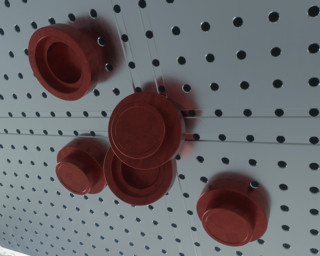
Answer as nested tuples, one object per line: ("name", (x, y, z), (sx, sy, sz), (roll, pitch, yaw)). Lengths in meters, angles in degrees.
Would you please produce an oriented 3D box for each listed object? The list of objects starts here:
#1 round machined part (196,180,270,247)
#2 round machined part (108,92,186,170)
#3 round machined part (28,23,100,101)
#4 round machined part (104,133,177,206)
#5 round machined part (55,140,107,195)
("round machined part", (0.096, 0.123, 0.425), (0.098, 0.042, 0.097), (13, 124, 21))
("round machined part", (-0.021, 0.003, 0.385), (0.098, 0.042, 0.097), (0, 88, 17))
("round machined part", (-0.121, -0.089, 0.410), (0.098, 0.042, 0.097), (13, 124, 21))
("round machined part", (-0.024, 0.054, 0.429), (0.098, 0.042, 0.097), (0, 89, 17))
("round machined part", (-0.133, 0.072, 0.516), (0.098, 0.042, 0.097), (13, 124, 21))
